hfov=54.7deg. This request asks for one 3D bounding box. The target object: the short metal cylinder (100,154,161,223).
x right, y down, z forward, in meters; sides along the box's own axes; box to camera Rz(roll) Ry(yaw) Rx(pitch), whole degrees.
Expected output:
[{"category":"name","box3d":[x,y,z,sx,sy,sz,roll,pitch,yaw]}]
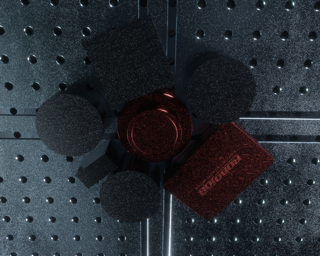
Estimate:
[{"category":"short metal cylinder","box3d":[-0.039,0.083,0.429,0.081,0.050,0.079,0,110,0]}]

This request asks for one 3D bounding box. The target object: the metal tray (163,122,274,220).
[{"category":"metal tray","box3d":[0.078,0.057,0.431,0.090,0.030,0.130,39,105,-13]}]

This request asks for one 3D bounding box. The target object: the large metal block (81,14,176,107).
[{"category":"large metal block","box3d":[-0.034,-0.081,0.370,0.080,0.050,0.080,-20,109,7]}]

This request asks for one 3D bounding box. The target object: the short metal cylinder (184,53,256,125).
[{"category":"short metal cylinder","box3d":[0.071,-0.050,0.381,0.081,0.050,0.079,0,110,0]}]

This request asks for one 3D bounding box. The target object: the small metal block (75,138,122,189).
[{"category":"small metal block","box3d":[-0.080,0.047,0.415,0.050,0.050,0.025,-35,106,12]}]

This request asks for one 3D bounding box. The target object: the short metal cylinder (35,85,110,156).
[{"category":"short metal cylinder","box3d":[-0.108,-0.011,0.394,0.081,0.050,0.079,0,110,0]}]

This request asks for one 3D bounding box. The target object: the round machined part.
[{"category":"round machined part","box3d":[-0.007,0.001,0.404,0.099,0.042,0.097,0,110,0]}]
